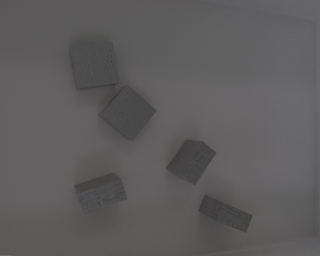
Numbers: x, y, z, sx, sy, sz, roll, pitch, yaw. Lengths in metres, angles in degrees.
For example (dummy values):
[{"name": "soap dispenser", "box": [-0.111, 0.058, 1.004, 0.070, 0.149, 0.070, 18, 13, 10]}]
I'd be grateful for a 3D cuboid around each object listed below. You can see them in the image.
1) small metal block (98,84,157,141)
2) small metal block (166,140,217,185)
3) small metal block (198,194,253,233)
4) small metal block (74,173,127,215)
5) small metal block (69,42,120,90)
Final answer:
[{"name": "small metal block", "box": [-0.041, -0.019, 0.395, 0.050, 0.025, 0.050, 42, 77, -15]}, {"name": "small metal block", "box": [0.040, 0.044, 0.412, 0.025, 0.050, 0.050, 39, 78, -16]}, {"name": "small metal block", "box": [0.090, 0.118, 0.430, 0.050, 0.050, 0.025, 26, 82, -18]}, {"name": "small metal block", "box": [-0.072, 0.077, 0.371, 0.050, 0.050, 0.025, -17, 96, -19]}, {"name": "small metal block", "box": [-0.081, -0.076, 0.380, 0.050, 0.025, 0.050, -11, 94, -20]}]
